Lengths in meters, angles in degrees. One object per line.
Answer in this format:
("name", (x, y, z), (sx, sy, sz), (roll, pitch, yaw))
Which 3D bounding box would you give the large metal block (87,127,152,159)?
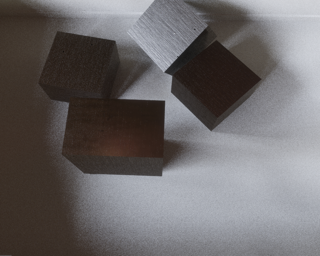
("large metal block", (-0.050, 0.023, 0.371), (0.081, 0.080, 0.050), (0, 70, -1))

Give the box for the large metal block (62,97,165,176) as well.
("large metal block", (-0.037, 0.012, 0.291), (0.081, 0.080, 0.050), (2, 71, 0))

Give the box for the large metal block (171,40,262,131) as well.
("large metal block", (0.073, -0.057, 0.418), (0.080, 0.050, 0.080), (-40, 75, -14))

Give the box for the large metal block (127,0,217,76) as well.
("large metal block", (0.017, -0.129, 0.426), (0.080, 0.050, 0.080), (-45, 74, 16))

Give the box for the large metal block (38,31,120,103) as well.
("large metal block", (-0.106, -0.078, 0.424), (0.080, 0.050, 0.080), (10, 70, 3))
